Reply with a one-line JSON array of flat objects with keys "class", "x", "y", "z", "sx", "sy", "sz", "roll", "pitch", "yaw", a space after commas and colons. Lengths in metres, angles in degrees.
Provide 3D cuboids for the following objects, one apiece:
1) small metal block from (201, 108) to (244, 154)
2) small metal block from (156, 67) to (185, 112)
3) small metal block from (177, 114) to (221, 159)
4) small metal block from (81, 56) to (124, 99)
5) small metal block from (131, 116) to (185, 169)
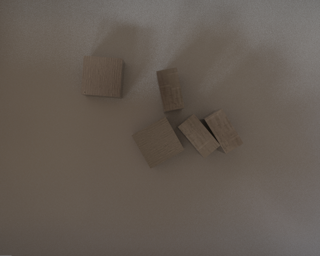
[{"class": "small metal block", "x": 0.077, "y": 0.004, "z": 0.399, "sx": 0.025, "sy": 0.050, "sz": 0.050, "roll": -32, "pitch": 90, "yaw": 0}, {"class": "small metal block", "x": 0.013, "y": -0.047, "z": 0.399, "sx": 0.025, "sy": 0.050, "sz": 0.050, "roll": -11, "pitch": 90, "yaw": 0}, {"class": "small metal block", "x": 0.048, "y": 0.010, "z": 0.399, "sx": 0.025, "sy": 0.050, "sz": 0.050, "roll": -40, "pitch": 90, "yaw": 0}, {"class": "small metal block", "x": -0.075, "y": -0.067, "z": 0.411, "sx": 0.050, "sy": 0.025, "sz": 0.050, "roll": 4, "pitch": 90, "yaw": 0}, {"class": "small metal block", "x": -0.002, "y": 0.019, "z": 0.411, "sx": 0.050, "sy": 0.025, "sz": 0.050, "roll": -29, "pitch": 90, "yaw": 0}]
